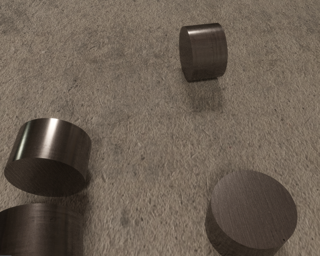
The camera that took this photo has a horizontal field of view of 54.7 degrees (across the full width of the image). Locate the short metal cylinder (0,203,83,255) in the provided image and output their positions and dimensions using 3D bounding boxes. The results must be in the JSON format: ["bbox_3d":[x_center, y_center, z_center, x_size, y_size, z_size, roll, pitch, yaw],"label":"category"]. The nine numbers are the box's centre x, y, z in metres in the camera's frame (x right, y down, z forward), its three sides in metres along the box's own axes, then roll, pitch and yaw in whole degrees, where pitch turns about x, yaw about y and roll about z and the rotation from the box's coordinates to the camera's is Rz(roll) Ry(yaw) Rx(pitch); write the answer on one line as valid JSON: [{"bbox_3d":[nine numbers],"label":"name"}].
[{"bbox_3d":[-0.110,0.109,0.275,0.081,0.080,0.050,-7,51,-6],"label":"short metal cylinder"}]

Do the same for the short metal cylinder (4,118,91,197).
[{"bbox_3d":[-0.119,0.034,0.337,0.081,0.080,0.050,0,50,-1],"label":"short metal cylinder"}]

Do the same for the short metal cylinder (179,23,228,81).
[{"bbox_3d":[0.063,-0.114,0.464,0.050,0.080,0.080,-9,51,-8],"label":"short metal cylinder"}]

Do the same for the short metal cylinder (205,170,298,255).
[{"bbox_3d":[0.089,0.090,0.313,0.081,0.050,0.080,0,50,0],"label":"short metal cylinder"}]
